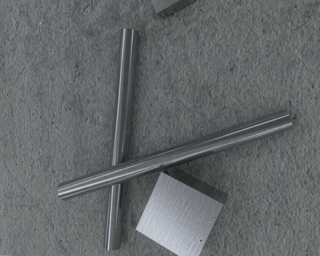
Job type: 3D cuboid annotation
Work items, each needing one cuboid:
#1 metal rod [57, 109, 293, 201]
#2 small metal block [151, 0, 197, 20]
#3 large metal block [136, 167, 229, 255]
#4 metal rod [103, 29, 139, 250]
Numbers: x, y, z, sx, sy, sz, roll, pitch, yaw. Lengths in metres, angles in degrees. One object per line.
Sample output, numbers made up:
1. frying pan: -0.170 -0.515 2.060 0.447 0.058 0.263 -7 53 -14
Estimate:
1. metal rod: 0.009 0.038 0.387 0.301 0.025 0.025 -19 84 11
2. small metal block: 0.013 -0.179 0.404 0.050 0.025 0.050 -23 83 18
3. large metal block: 0.029 0.104 0.385 0.080 0.050 0.080 26 98 17
4. metal rod: -0.054 0.017 0.426 0.025 0.025 0.298 6 92 19
